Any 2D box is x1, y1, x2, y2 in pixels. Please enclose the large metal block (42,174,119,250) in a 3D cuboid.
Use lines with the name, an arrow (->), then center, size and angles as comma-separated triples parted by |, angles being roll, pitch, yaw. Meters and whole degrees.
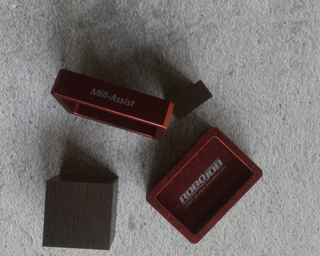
large metal block -> -0.099, 0.105, 0.396 | 0.081, 0.050, 0.079 | 4, 90, -1

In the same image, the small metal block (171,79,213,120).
small metal block -> 0.036, -0.034, 0.398 | 0.050, 0.050, 0.025 | -36, 90, 0

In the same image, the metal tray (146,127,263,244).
metal tray -> 0.056, 0.073, 0.408 | 0.090, 0.030, 0.130 | 44, 90, -1

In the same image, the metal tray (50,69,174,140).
metal tray -> -0.054, -0.024, 0.374 | 0.131, 0.090, 0.030 | 17, 78, -1
